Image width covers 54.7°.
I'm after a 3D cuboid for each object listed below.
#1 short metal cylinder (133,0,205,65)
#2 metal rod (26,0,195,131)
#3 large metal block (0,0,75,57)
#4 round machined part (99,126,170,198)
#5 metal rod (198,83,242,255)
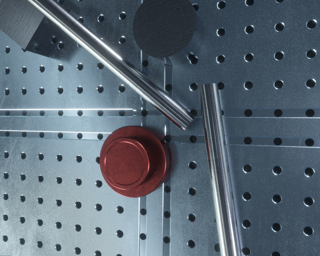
[{"bbox_3d":[0.012,-0.124,0.394,0.080,0.050,0.079,0,90,19],"label":"short metal cylinder"},{"bbox_3d":[-0.077,-0.102,0.407,0.300,0.025,0.025,40,103,3],"label":"metal rod"},{"bbox_3d":[-0.191,-0.167,0.465,0.080,0.050,0.080,39,102,15],"label":"large metal block"},{"bbox_3d":[-0.039,0.045,0.416,0.098,0.042,0.097,0,90,19],"label":"round machined part"},{"bbox_3d":[0.079,0.094,0.384,0.025,0.025,0.298,-8,87,19],"label":"metal rod"}]
